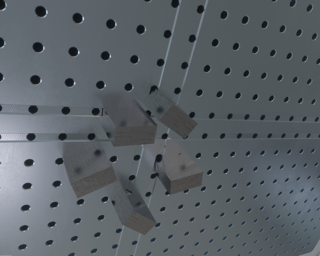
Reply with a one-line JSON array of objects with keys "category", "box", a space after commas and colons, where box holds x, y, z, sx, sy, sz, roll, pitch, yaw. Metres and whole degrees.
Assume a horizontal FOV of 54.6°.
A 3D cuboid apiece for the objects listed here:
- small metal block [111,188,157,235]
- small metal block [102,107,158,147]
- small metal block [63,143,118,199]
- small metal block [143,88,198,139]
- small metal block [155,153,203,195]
[{"category": "small metal block", "box": [-0.038, 0.121, 0.448, 0.025, 0.050, 0.050, -46, 129, 4]}, {"category": "small metal block", "box": [-0.038, -0.003, 0.372, 0.050, 0.050, 0.025, -3, 120, -27]}, {"category": "small metal block", "box": [-0.086, 0.051, 0.379, 0.050, 0.050, 0.025, -23, 127, -15]}, {"category": "small metal block", "box": [0.012, -0.019, 0.390, 0.050, 0.050, 0.025, 34, 99, -39]}, {"category": "small metal block", "box": [0.027, 0.065, 0.449, 0.050, 0.050, 0.025, -12, 124, -22]}]
